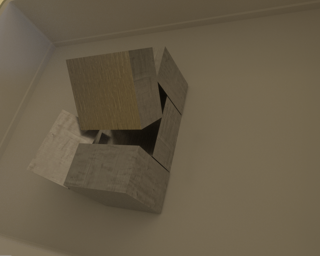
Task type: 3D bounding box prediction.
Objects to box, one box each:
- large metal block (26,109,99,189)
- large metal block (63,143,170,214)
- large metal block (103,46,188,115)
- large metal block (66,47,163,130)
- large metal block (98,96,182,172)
[{"bbox_3d":[-0.121,0.032,0.400,0.050,0.080,0.080,28,72,-8],"label":"large metal block"},{"bbox_3d":[-0.046,0.058,0.354,0.080,0.080,0.050,0,62,28],"label":"large metal block"},{"bbox_3d":[-0.018,-0.057,0.411,0.080,0.080,0.050,-1,61,27],"label":"large metal block"},{"bbox_3d":[-0.049,-0.043,0.347,0.080,0.079,0.050,-1,17,27],"label":"large metal block"},{"bbox_3d":[-0.025,0.008,0.397,0.080,0.050,0.080,-1,61,27],"label":"large metal block"}]
